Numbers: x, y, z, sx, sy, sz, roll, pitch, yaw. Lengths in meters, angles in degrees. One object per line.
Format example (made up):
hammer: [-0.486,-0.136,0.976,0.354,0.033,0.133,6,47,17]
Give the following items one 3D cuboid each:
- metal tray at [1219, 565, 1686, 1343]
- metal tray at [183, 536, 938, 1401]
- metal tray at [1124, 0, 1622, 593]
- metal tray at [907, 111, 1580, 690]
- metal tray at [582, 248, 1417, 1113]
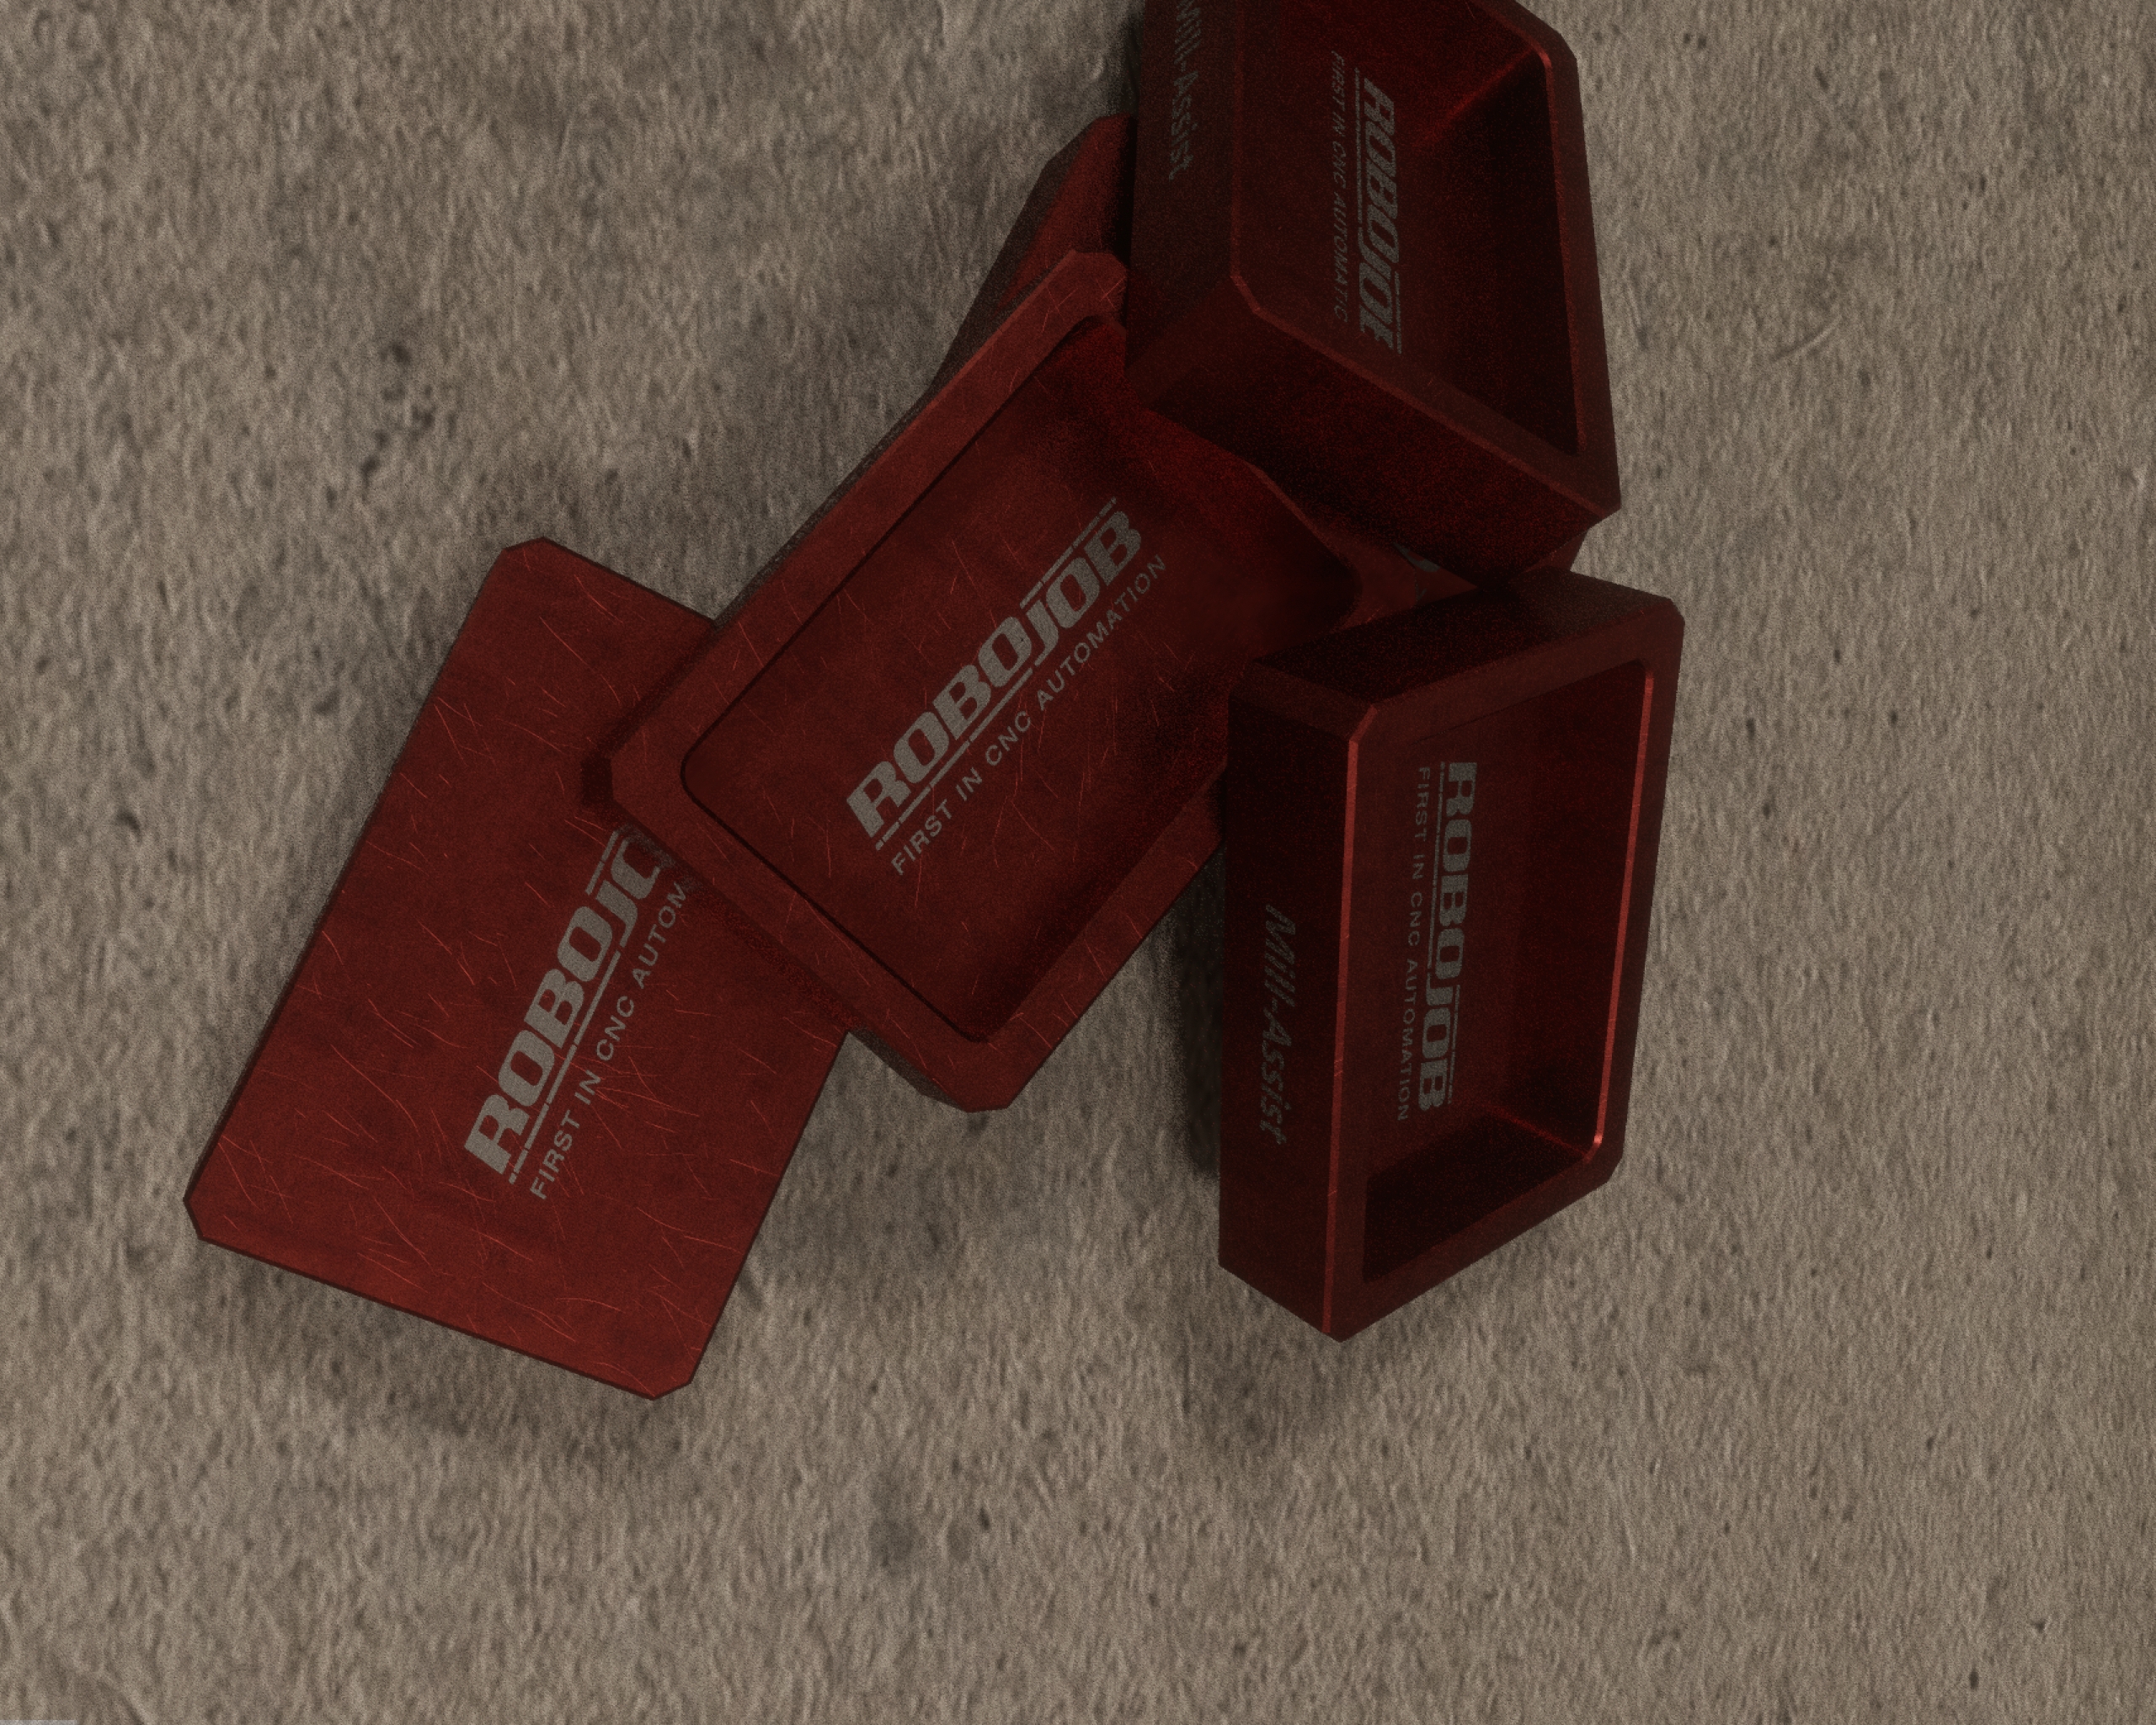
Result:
metal tray: [0.070,0.017,0.398,0.091,0.030,0.129,-21,122,-35]
metal tray: [-0.088,0.019,0.375,0.090,0.030,0.130,26,81,-19]
metal tray: [0.056,-0.125,0.393,0.091,0.030,0.130,22,55,-29]
metal tray: [0.036,-0.076,0.422,0.131,0.030,0.090,28,81,-18]
metal tray: [-0.011,-0.032,0.372,0.090,0.030,0.130,43,76,-15]
